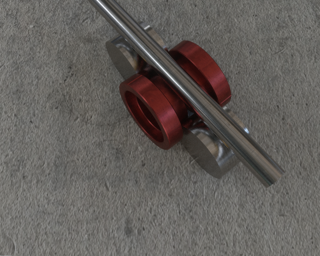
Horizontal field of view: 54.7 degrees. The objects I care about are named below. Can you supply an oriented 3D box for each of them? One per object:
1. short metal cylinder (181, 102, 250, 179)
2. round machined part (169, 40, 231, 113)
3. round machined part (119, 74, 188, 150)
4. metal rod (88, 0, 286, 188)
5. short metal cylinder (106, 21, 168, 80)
[{"bbox_3d":[0.065,0.014,0.375,0.050,0.080,0.080,-37,75,-13],"label":"short metal cylinder"},{"bbox_3d":[0.040,-0.057,0.392,0.042,0.098,0.098,-39,75,-8],"label":"round machined part"},{"bbox_3d":[-0.003,-0.025,0.378,0.042,0.098,0.098,-37,74,-16],"label":"round machined part"},{"bbox_3d":[0.018,-0.056,0.346,0.025,0.025,0.300,-38,75,-13],"label":"metal rod"},{"bbox_3d":[-0.028,-0.094,0.414,0.050,0.080,0.080,-37,75,-13],"label":"short metal cylinder"}]
